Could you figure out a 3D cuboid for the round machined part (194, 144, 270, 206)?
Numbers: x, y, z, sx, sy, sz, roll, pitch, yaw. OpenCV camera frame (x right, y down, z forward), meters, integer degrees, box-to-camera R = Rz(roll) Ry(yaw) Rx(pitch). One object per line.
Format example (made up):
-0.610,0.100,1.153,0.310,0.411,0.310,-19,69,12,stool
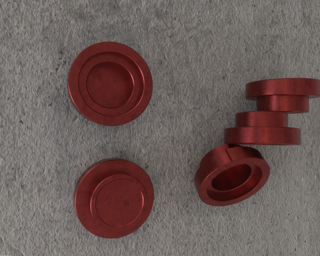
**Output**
0.092,0.059,0.416,0.099,0.042,0.097,-10,133,-10,round machined part

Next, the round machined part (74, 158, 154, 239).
-0.054,0.087,0.380,0.099,0.042,0.097,0,90,-20,round machined part

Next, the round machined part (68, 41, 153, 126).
-0.062,-0.051,0.377,0.099,0.042,0.097,0,90,-20,round machined part

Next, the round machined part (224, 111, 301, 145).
0.137,0.001,0.421,0.099,0.098,0.042,3,86,-20,round machined part

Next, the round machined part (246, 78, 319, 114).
0.171,-0.042,0.433,0.099,0.098,0.042,0,90,-20,round machined part
